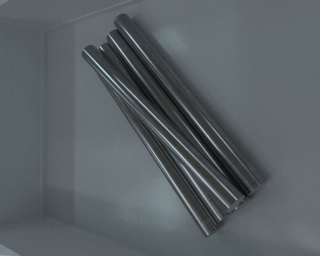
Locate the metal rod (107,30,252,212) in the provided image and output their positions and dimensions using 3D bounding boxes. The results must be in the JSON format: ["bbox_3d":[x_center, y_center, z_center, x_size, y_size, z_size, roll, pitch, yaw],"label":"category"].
[{"bbox_3d":[0.010,-0.027,0.397,0.025,0.025,0.300,-50,61,28],"label":"metal rod"}]

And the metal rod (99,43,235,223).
[{"bbox_3d":[-0.004,-0.011,0.409,0.025,0.025,0.300,-50,61,28],"label":"metal rod"}]

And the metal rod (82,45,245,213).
[{"bbox_3d":[-0.014,-0.018,0.383,0.300,0.025,0.025,46,118,30],"label":"metal rod"}]

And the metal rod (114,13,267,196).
[{"bbox_3d":[0.023,-0.046,0.387,0.025,0.025,0.300,-50,61,28],"label":"metal rod"}]

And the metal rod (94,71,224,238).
[{"bbox_3d":[-0.016,0.009,0.419,0.025,0.025,0.300,-50,61,28],"label":"metal rod"}]
